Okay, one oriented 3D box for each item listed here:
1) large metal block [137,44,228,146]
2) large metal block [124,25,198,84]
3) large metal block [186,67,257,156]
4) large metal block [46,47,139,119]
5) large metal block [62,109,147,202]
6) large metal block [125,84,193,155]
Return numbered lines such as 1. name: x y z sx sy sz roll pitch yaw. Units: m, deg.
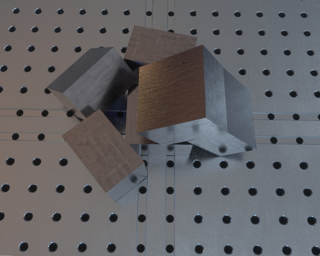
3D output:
1. large metal block: 0.023 -0.032 0.337 0.080 0.050 0.080 -13 65 32
2. large metal block: 0.002 -0.084 0.414 0.080 0.080 0.050 12 71 5
3. large metal block: 0.075 -0.016 0.380 0.050 0.080 0.080 -15 65 35
4. large metal block: -0.088 -0.057 0.396 0.080 0.080 0.050 -47 121 -15
5. large metal block: -0.062 0.036 0.368 0.050 0.080 0.080 -38 75 -13
6. large metal block: -0.001 -0.010 0.402 0.080 0.050 0.080 1 70 0
